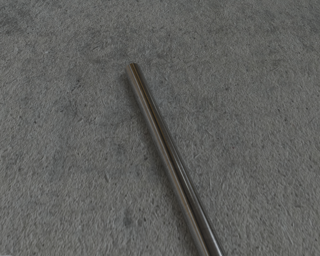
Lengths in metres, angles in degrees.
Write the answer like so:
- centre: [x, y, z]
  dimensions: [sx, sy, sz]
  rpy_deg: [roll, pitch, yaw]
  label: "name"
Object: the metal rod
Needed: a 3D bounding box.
- centre: [0.005, 0.019, 0.387]
  dimensions: [0.025, 0.025, 0.300]
  rpy_deg: [-14, 52, -12]
  label: "metal rod"
